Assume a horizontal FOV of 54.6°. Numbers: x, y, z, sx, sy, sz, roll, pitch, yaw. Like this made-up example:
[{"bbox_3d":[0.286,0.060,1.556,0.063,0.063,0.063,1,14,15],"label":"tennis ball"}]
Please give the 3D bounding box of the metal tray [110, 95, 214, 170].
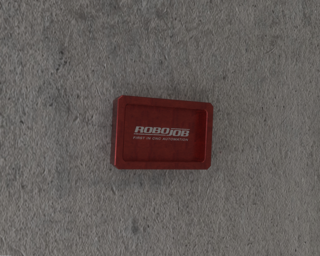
[{"bbox_3d":[0.004,0.008,0.407,0.131,0.030,0.090,3,89,-20],"label":"metal tray"}]
